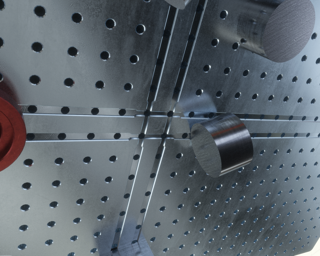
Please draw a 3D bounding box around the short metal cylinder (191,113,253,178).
[{"bbox_3d":[0.085,0.024,0.437,0.050,0.080,0.079,-19,126,-17],"label":"short metal cylinder"}]

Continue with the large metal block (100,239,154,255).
[{"bbox_3d":[-0.052,0.244,0.518,0.081,0.050,0.079,-12,124,-22],"label":"large metal block"}]

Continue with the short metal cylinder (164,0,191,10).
[{"bbox_3d":[0.010,-0.157,0.284,0.050,0.080,0.080,-48,129,5],"label":"short metal cylinder"}]

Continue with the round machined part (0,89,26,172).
[{"bbox_3d":[-0.184,-0.001,0.299,0.099,0.042,0.097,-14,124,-21],"label":"round machined part"}]

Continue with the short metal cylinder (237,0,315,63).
[{"bbox_3d":[0.147,-0.130,0.395,0.081,0.050,0.079,-14,124,-21],"label":"short metal cylinder"}]
